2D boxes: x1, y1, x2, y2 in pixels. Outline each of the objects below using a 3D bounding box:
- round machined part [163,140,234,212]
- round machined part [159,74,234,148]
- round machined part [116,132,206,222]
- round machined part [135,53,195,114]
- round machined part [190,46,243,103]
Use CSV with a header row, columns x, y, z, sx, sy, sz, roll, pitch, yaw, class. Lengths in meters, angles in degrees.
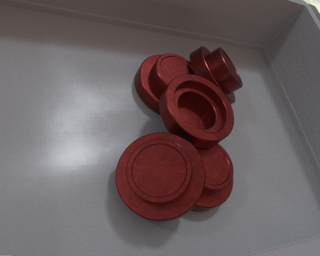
x,y,z,sx,sy,sz,roll,pitch,yaw,class
0.053,0.052,0.391,0.099,0.042,0.098,14,56,-21,round machined part
0.043,-0.018,0.400,0.099,0.042,0.098,14,56,-21,round machined part
0.000,0.050,0.337,0.099,0.042,0.098,-1,69,3,round machined part
0.017,-0.068,0.444,0.099,0.042,0.098,14,56,-21,round machined part
0.089,-0.081,0.465,0.098,0.042,0.098,44,29,-32,round machined part
